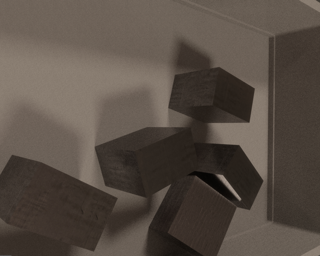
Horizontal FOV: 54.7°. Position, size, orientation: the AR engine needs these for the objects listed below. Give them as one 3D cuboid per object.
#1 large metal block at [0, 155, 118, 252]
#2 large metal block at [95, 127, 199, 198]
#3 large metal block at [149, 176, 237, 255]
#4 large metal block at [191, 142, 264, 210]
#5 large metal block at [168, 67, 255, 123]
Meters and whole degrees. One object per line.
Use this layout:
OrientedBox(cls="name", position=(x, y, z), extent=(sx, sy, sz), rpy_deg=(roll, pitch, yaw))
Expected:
OrientedBox(cls="large metal block", position=(-0.101, 0.067, 0.287), extent=(0.080, 0.080, 0.050), rpy_deg=(36, 68, -35))
OrientedBox(cls="large metal block", position=(-0.015, 0.034, 0.360), extent=(0.081, 0.080, 0.050), rpy_deg=(-22, 104, -38))
OrientedBox(cls="large metal block", position=(0.046, 0.120, 0.420), extent=(0.080, 0.050, 0.080), rpy_deg=(38, 66, -18))
OrientedBox(cls="large metal block", position=(0.088, 0.068, 0.448), extent=(0.080, 0.080, 0.050), rpy_deg=(51, 60, -29))
OrientedBox(cls="large metal block", position=(0.072, -0.042, 0.434), extent=(0.080, 0.080, 0.050), rpy_deg=(19, 78, -39))
